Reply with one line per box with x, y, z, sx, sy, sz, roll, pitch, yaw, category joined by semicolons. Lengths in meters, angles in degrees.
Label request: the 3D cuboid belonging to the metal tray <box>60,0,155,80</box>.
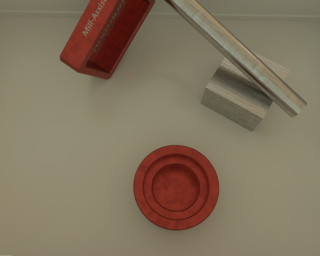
-0.063;-0.128;0.395;0.030;0.090;0.129;35;101;11;metal tray

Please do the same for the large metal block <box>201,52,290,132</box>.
0.113;-0.055;0.418;0.080;0.050;0.080;31;73;10;large metal block

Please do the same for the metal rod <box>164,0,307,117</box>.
0.056;-0.122;0.368;0.300;0.025;0.025;42;75;-3;metal rod

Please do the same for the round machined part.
0.019;0.073;0.374;0.099;0.042;0.098;0;70;-1;round machined part
